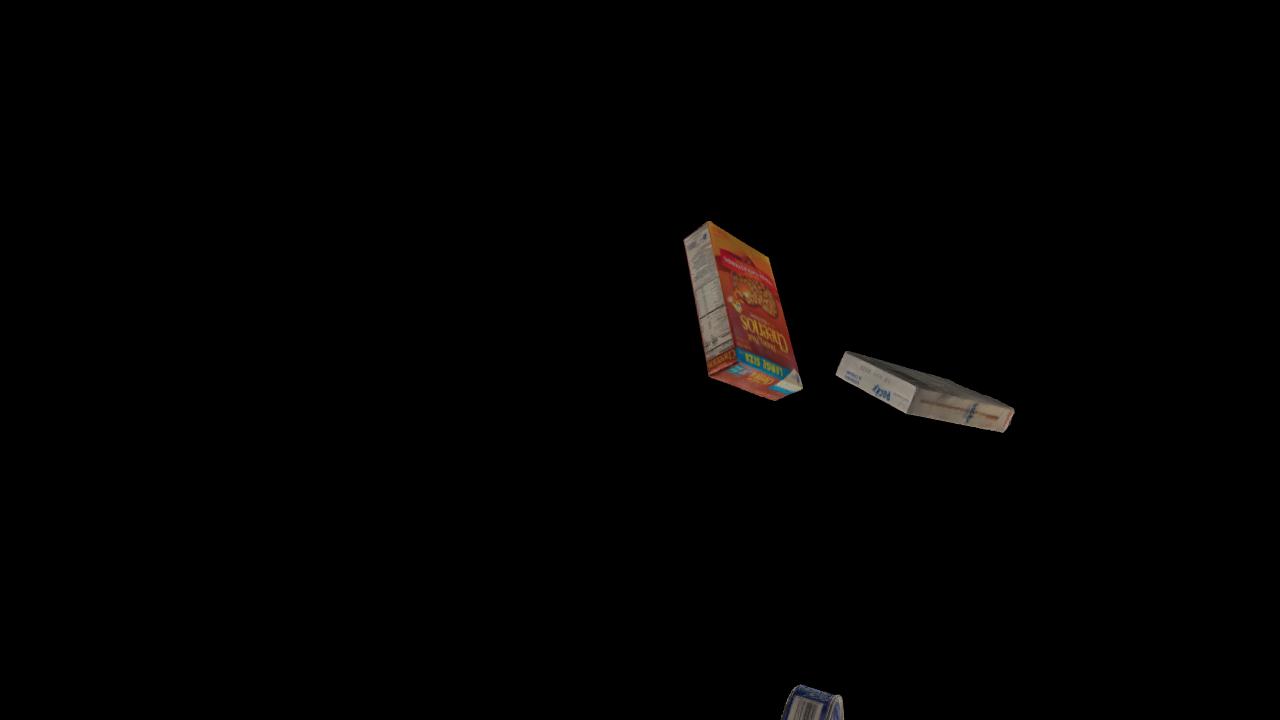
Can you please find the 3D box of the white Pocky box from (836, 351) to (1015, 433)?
[{"bbox_3d":[0.260,0.029,0.559,0.154,0.028,0.084,12,14,-32],"label":"white Pocky box"}]

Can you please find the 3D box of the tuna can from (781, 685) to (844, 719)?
[{"bbox_3d":[0.127,0.290,0.457,0.034,0.084,0.084,3,1,29],"label":"tuna can"}]

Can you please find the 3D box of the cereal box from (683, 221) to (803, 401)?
[{"bbox_3d":[0.193,-0.089,1.156,0.203,0.306,0.081,20,-39,-41],"label":"cereal box"}]
